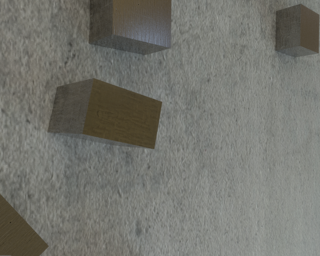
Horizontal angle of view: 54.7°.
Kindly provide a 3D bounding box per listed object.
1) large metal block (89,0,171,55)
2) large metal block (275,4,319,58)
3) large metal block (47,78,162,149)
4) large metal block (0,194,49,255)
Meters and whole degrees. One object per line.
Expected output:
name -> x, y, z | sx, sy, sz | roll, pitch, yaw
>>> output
large metal block -> -0.034, -0.135, 0.362 | 0.081, 0.050, 0.079 | 1, 90, -40
large metal block -> 0.278, -0.193, 0.625 | 0.081, 0.050, 0.079 | 2, 89, -40
large metal block -> -0.058, -0.011, 0.322 | 0.081, 0.080, 0.050 | 16, 80, -39
large metal block -> -0.158, 0.097, 0.257 | 0.080, 0.050, 0.080 | -45, 117, -31
